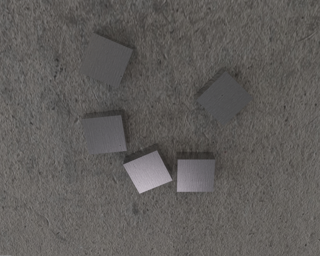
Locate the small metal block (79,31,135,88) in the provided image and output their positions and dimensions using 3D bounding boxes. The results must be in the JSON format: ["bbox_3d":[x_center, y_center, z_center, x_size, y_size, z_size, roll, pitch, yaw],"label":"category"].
[{"bbox_3d":[-0.064,-0.084,0.378,0.050,0.025,0.050,22,109,-8],"label":"small metal block"}]

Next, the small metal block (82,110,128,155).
[{"bbox_3d":[-0.071,0.005,0.411,0.050,0.025,0.050,-6,110,2],"label":"small metal block"}]

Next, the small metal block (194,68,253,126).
[{"bbox_3d":[0.080,-0.040,0.396,0.050,0.025,0.050,41,105,-14],"label":"small metal block"}]

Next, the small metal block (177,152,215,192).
[{"bbox_3d":[0.049,0.061,0.433,0.050,0.025,0.050,0,110,0],"label":"small metal block"}]

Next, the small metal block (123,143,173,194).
[{"bbox_3d":[-0.016,0.056,0.430,0.050,0.025,0.050,-24,109,8],"label":"small metal block"}]
